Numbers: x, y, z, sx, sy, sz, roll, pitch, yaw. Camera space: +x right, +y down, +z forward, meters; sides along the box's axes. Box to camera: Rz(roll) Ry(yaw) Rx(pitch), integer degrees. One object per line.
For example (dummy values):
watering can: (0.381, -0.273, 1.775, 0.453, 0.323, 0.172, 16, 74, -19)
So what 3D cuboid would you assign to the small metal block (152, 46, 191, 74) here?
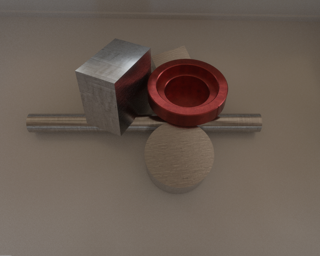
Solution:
small metal block: (0.020, -0.083, 0.439, 0.050, 0.025, 0.050, -20, 71, -8)

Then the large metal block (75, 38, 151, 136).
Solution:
large metal block: (-0.052, -0.051, 0.381, 0.050, 0.079, 0.080, 20, 48, 18)

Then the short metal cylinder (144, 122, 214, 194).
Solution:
short metal cylinder: (0.022, 0.037, 0.380, 0.081, 0.050, 0.080, 0, 70, 0)

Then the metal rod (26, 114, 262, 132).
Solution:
metal rod: (-0.019, -0.007, 0.409, 0.302, 0.025, 0.025, 0, 70, -1)

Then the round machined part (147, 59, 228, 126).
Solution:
round machined part: (0.034, -0.040, 0.394, 0.099, 0.042, 0.098, 0, 52, 0)
